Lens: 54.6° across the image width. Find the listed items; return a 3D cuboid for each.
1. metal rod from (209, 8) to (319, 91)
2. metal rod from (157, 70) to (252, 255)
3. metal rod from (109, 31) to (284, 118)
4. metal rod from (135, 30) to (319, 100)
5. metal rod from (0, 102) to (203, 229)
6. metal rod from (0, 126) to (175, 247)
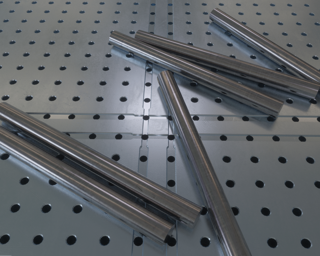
[{"bbox_3d":[0.192,-0.123,0.512,0.025,0.025,0.300,-29,56,-22],"label":"metal rod"},{"bbox_3d":[0.045,0.033,0.379,0.025,0.025,0.300,-11,51,-9],"label":"metal rod"},{"bbox_3d":[0.043,-0.091,0.484,0.300,0.025,0.025,28,56,21],"label":"metal rod"},{"bbox_3d":[0.095,-0.106,0.496,0.301,0.025,0.025,22,53,17],"label":"metal rod"},{"bbox_3d":[-0.089,0.036,0.377,0.300,0.025,0.025,25,54,19],"label":"metal rod"},{"bbox_3d":[-0.120,0.050,0.364,0.300,0.025,0.025,25,54,19],"label":"metal rod"}]
